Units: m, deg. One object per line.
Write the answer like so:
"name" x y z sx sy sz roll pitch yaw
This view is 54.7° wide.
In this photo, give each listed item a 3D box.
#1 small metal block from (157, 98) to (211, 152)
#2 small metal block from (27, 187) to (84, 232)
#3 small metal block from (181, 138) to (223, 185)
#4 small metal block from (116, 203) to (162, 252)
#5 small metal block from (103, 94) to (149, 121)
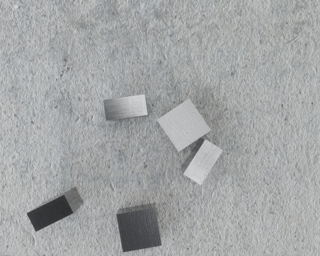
"small metal block" 0.031 -0.004 0.410 0.050 0.025 0.050 -34 90 0
"small metal block" -0.132 0.102 0.396 0.050 0.050 0.025 -27 90 0
"small metal block" 0.052 0.041 0.398 0.025 0.050 0.050 33 90 0
"small metal block" -0.027 0.131 0.410 0.050 0.025 0.050 -10 90 0
"small metal block" -0.041 -0.025 0.397 0.050 0.050 0.025 -8 90 0
